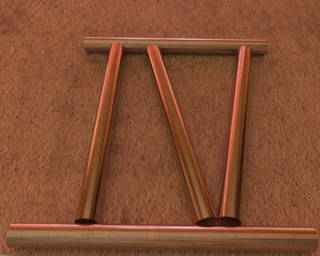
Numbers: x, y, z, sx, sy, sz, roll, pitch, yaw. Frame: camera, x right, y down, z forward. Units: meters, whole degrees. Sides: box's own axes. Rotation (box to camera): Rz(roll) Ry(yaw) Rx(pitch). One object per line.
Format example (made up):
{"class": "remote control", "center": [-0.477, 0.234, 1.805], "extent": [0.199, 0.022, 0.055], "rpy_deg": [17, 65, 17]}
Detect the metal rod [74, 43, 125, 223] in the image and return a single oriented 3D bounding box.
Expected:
{"class": "metal rod", "center": [-0.073, -0.016, 0.416], "extent": [0.025, 0.025, 0.300], "rpy_deg": [1, 50, 0]}

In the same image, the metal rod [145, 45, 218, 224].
{"class": "metal rod", "center": [0.018, -0.014, 0.416], "extent": [0.025, 0.025, 0.300], "rpy_deg": [-9, 51, -8]}

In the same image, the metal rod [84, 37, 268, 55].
{"class": "metal rod", "center": [0.026, -0.138, 0.521], "extent": [0.302, 0.025, 0.025], "rpy_deg": [1, 50, 0]}

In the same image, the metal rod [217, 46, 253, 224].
{"class": "metal rod", "center": [0.106, -0.014, 0.416], "extent": [0.025, 0.025, 0.300], "rpy_deg": [10, 51, 8]}

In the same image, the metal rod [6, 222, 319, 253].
{"class": "metal rod", "center": [0.002, 0.110, 0.311], "extent": [0.302, 0.025, 0.025], "rpy_deg": [1, 50, 0]}
